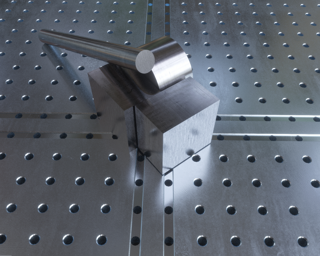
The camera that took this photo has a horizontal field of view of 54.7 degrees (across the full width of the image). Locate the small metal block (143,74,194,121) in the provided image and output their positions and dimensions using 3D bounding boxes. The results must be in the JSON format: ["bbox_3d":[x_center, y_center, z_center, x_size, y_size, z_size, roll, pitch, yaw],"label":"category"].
[{"bbox_3d":[0.012,-0.045,0.446,0.050,0.025,0.050,-34,58,-26],"label":"small metal block"}]

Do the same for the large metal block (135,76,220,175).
[{"bbox_3d":[0.020,-0.003,0.372,0.081,0.080,0.050,-31,57,-23],"label":"large metal block"}]

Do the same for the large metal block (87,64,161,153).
[{"bbox_3d":[-0.044,-0.029,0.397,0.050,0.080,0.080,-31,57,-23],"label":"large metal block"}]

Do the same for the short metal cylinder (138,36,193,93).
[{"bbox_3d":[-0.003,-0.071,0.398,0.050,0.080,0.080,-30,56,-23],"label":"short metal cylinder"}]

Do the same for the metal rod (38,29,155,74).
[{"bbox_3d":[-0.108,-0.116,0.436,0.025,0.025,0.300,-34,37,-25],"label":"metal rod"}]
